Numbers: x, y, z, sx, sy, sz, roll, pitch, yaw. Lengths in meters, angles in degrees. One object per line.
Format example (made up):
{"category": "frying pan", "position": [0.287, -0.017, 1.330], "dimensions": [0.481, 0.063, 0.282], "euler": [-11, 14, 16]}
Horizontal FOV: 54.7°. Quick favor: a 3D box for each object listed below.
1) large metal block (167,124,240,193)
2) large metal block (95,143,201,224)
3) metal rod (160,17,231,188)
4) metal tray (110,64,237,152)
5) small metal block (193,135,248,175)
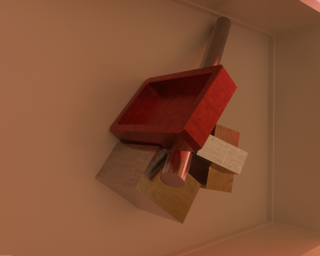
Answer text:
{"category": "large metal block", "position": [0.054, 0.039, 0.418], "dimensions": [0.050, 0.080, 0.080], "euler": [18, 79, -39]}
{"category": "large metal block", "position": [-0.014, 0.062, 0.361], "dimensions": [0.080, 0.080, 0.050], "euler": [44, 63, -32]}
{"category": "metal rod", "position": [0.056, -0.057, 0.395], "dimensions": [0.025, 0.025, 0.300], "euler": [49, 44, -29]}
{"category": "metal tray", "position": [0.010, -0.021, 0.346], "dimensions": [0.030, 0.130, 0.090], "euler": [48, 63, -29]}
{"category": "small metal block", "position": [0.062, 0.029, 0.346], "dimensions": [0.050, 0.050, 0.025], "euler": [26, 80, -5]}
